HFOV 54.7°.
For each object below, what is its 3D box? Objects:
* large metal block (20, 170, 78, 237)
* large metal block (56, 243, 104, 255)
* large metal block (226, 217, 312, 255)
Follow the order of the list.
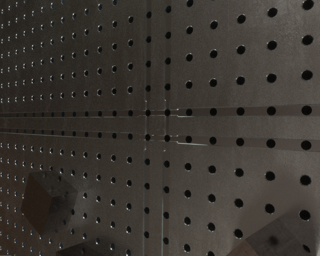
[{"bbox_3d":[-0.199,0.132,0.554,0.080,0.050,0.079,30,109,35],"label":"large metal block"},{"bbox_3d":[-0.123,0.243,0.492,0.080,0.050,0.079,11,97,39],"label":"large metal block"},{"bbox_3d":[0.090,0.140,0.298,0.050,0.081,0.080,51,120,27],"label":"large metal block"}]
